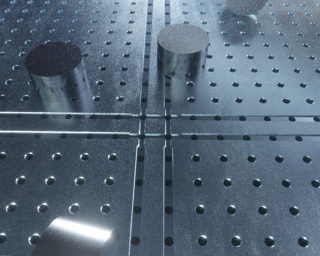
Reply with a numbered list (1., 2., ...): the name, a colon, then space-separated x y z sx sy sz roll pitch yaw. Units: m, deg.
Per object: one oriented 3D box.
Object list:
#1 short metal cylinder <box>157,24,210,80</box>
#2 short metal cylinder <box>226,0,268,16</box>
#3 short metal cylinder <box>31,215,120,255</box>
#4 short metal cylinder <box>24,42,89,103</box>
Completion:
1. short metal cylinder: 0.036 -0.123 0.495 0.081 0.050 0.080 0 50 0
2. short metal cylinder: 0.166 -0.267 0.599 0.081 0.080 0.050 1 50 1
3. short metal cylinder: -0.073 0.122 0.268 0.050 0.080 0.080 12 51 9
4. short metal cylinder: -0.151 -0.084 0.460 0.081 0.050 0.080 0 50 0
